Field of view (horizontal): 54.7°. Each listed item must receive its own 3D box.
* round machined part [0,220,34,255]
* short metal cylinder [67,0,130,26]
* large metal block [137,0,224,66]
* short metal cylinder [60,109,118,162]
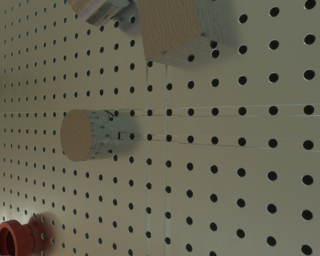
[{"bbox_3d":[-0.299,0.240,0.645,0.098,0.042,0.097,0,90,40],"label":"round machined part"},{"bbox_3d":[-0.090,-0.196,0.448,0.050,0.081,0.080,-26,74,37],"label":"short metal cylinder"},{"bbox_3d":[0.023,-0.129,0.374,0.080,0.050,0.080,-14,81,39],"label":"large metal block"},{"bbox_3d":[-0.112,0.011,0.485,0.080,0.050,0.079,0,90,40],"label":"short metal cylinder"}]
